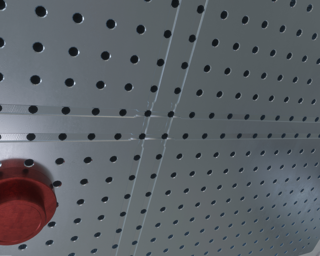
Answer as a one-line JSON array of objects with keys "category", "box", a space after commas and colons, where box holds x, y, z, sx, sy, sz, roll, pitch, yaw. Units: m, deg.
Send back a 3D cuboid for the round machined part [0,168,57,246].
[{"category": "round machined part", "box": [-0.173, 0.099, 0.366, 0.099, 0.042, 0.097, -14, 124, -21]}]
